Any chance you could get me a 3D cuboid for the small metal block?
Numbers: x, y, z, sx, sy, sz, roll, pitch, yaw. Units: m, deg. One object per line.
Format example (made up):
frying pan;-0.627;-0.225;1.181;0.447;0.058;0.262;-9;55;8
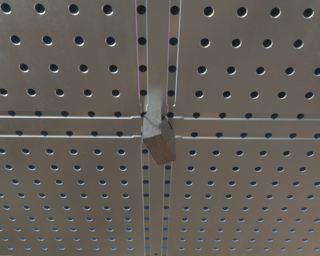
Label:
small metal block;0.000;0.012;0.405;0.025;0.050;0.050;-18;128;14
